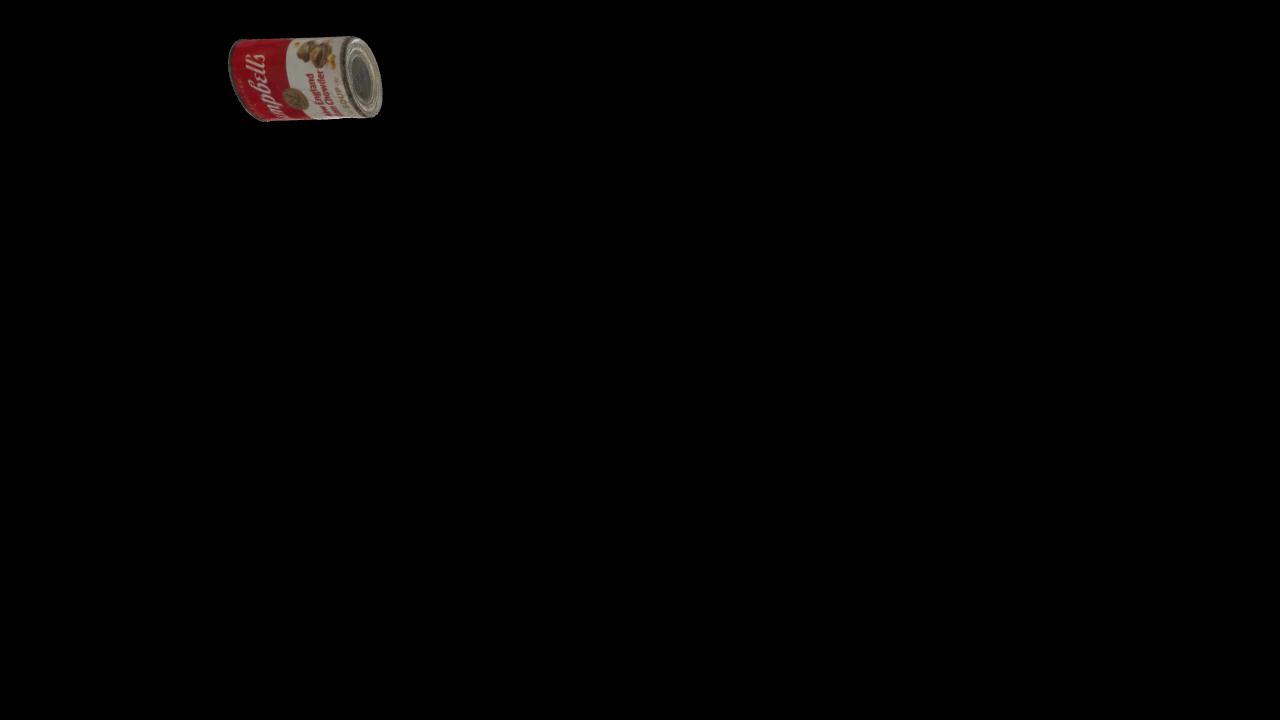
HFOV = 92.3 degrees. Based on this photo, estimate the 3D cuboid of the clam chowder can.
[{"bbox_3d":[-0.291,-0.248,0.543,0.102,0.068,0.068,-1,0,3],"label":"clam chowder can"}]
